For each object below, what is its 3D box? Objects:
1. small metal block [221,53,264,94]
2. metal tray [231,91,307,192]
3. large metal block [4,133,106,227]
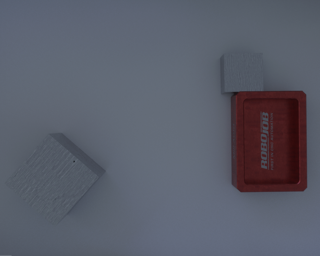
[{"bbox_3d":[0.108,-0.072,0.413,0.050,0.025,0.050,-1,90,-1],"label":"small metal block"},{"bbox_3d":[0.143,0.017,0.410,0.091,0.030,0.129,-1,90,-1],"label":"metal tray"},{"bbox_3d":[-0.130,0.063,0.397,0.080,0.050,0.080,41,90,-1],"label":"large metal block"}]
